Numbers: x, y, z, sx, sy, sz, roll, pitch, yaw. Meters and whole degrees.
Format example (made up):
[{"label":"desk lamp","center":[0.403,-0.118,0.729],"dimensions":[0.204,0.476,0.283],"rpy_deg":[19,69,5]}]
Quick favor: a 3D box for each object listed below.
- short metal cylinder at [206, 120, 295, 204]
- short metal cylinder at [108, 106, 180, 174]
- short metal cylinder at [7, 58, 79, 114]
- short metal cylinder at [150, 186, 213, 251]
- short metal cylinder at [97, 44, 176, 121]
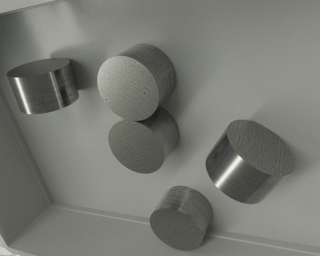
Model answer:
[{"label":"short metal cylinder","center":[0.098,0.036,0.344],"dimensions":[0.080,0.080,0.050],"rpy_deg":[32,129,7]},{"label":"short metal cylinder","center":[-0.021,0.014,0.412],"dimensions":[0.080,0.050,0.079],"rpy_deg":[13,124,21]},{"label":"short metal cylinder","center":[-0.156,-0.059,0.419],"dimensions":[0.080,0.080,0.050],"rpy_deg":[6,121,25]},{"label":"short metal cylinder","center":[0.032,0.133,0.458],"dimensions":[0.080,0.050,0.079],"rpy_deg":[13,124,21]},{"label":"short metal cylinder","center":[-0.027,-0.055,0.373],"dimensions":[0.080,0.050,0.079],"rpy_deg":[13,124,21]}]
